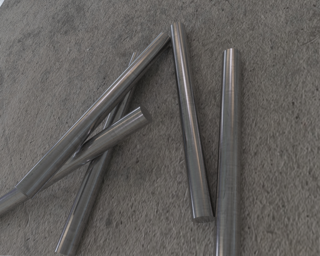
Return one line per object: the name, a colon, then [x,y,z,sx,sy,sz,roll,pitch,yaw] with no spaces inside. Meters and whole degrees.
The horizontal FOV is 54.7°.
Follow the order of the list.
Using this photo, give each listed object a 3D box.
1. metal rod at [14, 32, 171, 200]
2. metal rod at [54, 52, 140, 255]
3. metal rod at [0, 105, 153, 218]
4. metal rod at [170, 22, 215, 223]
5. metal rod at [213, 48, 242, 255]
metal rod: [-0.073,-0.033,0.417,0.025,0.025,0.301,16,56,34]
metal rod: [-0.073,0.020,0.430,0.025,0.025,0.300,3,63,30]
metal rod: [-0.139,0.058,0.417,0.300,0.025,0.025,-32,51,17]
metal rod: [0.036,-0.030,0.403,0.025,0.025,0.299,-17,55,19]
metal rod: [0.077,0.033,0.343,0.025,0.025,0.300,-6,59,25]
